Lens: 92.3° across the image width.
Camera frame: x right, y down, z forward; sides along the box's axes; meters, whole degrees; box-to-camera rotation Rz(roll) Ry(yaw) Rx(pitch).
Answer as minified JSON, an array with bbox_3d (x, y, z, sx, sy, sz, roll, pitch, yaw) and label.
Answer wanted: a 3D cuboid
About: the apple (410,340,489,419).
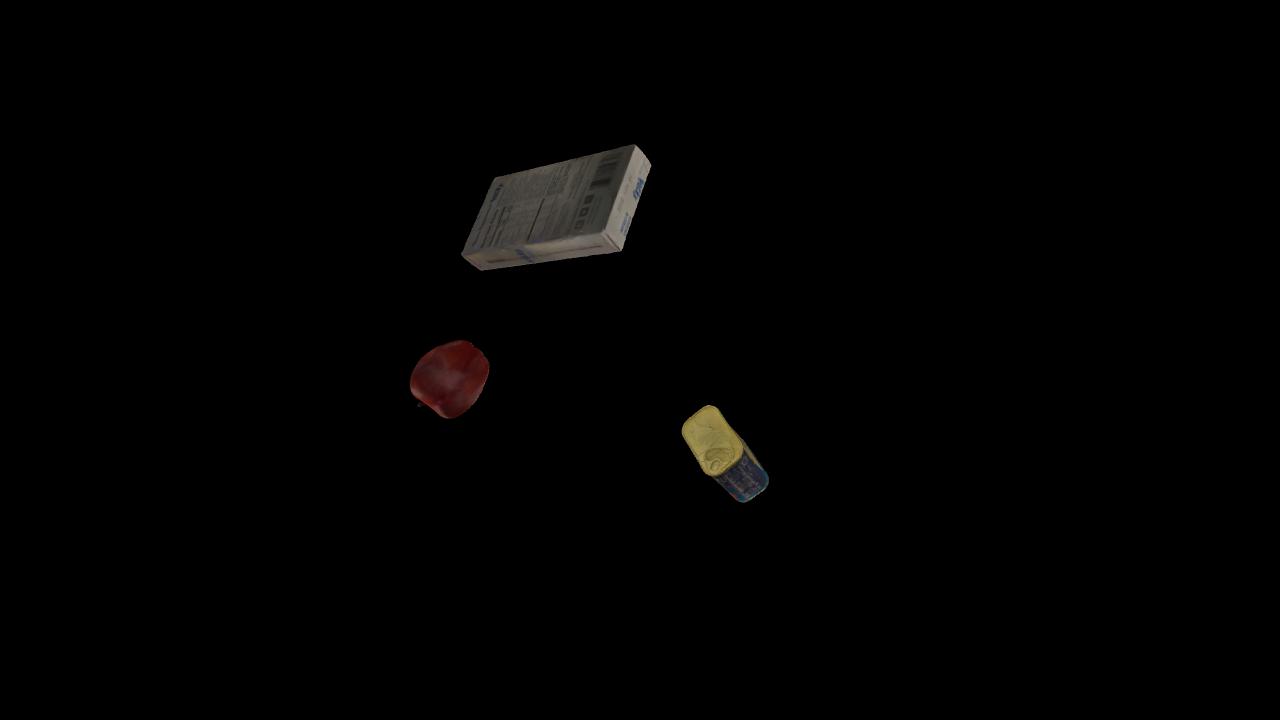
[{"bbox_3d":[-0.221,0.021,0.712,0.079,0.093,0.079,37,-15,12],"label":"apple"}]

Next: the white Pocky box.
[{"bbox_3d":[-0.069,-0.116,0.479,0.154,0.084,0.028,0,-27,36],"label":"white Pocky box"}]

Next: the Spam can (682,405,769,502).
[{"bbox_3d":[0.109,0.120,0.780,0.085,0.058,0.101,46,9,-40],"label":"Spam can"}]
